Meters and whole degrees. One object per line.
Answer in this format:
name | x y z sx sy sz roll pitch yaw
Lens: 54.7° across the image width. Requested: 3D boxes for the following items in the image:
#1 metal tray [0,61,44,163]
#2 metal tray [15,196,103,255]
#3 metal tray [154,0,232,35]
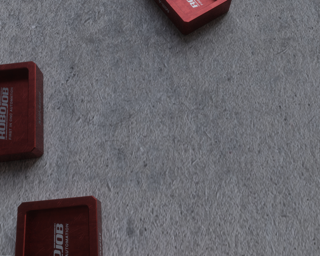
metal tray | -0.206 -0.021 0.411 0.091 0.030 0.130 -7 70 -3
metal tray | -0.113 0.147 0.350 0.091 0.030 0.130 -5 70 -2
metal tray | 0.038 -0.218 0.484 0.090 0.030 0.130 -33 73 -11
